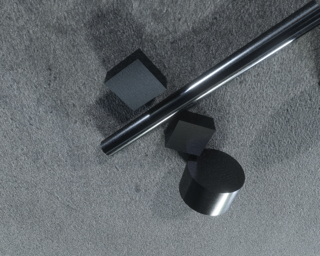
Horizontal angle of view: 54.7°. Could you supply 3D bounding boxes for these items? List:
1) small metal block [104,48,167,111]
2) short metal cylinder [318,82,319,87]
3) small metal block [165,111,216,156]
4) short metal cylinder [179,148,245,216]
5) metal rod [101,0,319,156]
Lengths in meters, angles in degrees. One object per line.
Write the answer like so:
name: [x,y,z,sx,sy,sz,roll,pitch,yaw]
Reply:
small metal block: [-0.028,-0.055,0.360,0.050,0.025,0.050,-31,124,23]
short metal cylinder: [0.224,-0.031,0.347,0.050,0.080,0.080,-34,123,25]
small metal block: [0.039,0.006,0.413,0.050,0.025,0.050,15,129,-13]
short metal cylinder: [0.072,0.075,0.435,0.081,0.080,0.050,9,130,-7]
metal rod: [0.043,-0.045,0.369,0.299,0.025,0.025,-32,123,24]
